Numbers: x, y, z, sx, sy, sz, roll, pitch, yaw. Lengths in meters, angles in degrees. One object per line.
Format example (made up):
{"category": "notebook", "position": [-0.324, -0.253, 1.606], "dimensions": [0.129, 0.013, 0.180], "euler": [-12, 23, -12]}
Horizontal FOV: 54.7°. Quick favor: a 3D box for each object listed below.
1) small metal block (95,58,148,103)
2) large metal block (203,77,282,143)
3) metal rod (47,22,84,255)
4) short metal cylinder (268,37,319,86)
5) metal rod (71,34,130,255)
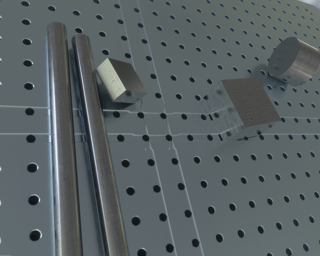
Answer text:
{"category": "small metal block", "position": [-0.050, -0.061, 0.407], "dimensions": [0.050, 0.025, 0.050], "euler": [-3, 60, -61]}
{"category": "large metal block", "position": [0.126, -0.029, 0.480], "dimensions": [0.081, 0.050, 0.080], "euler": [-9, 67, -33]}
{"category": "metal rod", "position": [-0.110, -0.001, 0.350], "dimensions": [0.025, 0.025, 0.299], "euler": [3, 61, -27]}
{"category": "short metal cylinder", "position": [0.253, -0.125, 0.589], "dimensions": [0.050, 0.080, 0.080], "euler": [20, 54, -17]}
{"category": "metal rod", "position": [-0.073, 0.012, 0.362], "dimensions": [0.025, 0.025, 0.299], "euler": [-1, 62, -29]}
